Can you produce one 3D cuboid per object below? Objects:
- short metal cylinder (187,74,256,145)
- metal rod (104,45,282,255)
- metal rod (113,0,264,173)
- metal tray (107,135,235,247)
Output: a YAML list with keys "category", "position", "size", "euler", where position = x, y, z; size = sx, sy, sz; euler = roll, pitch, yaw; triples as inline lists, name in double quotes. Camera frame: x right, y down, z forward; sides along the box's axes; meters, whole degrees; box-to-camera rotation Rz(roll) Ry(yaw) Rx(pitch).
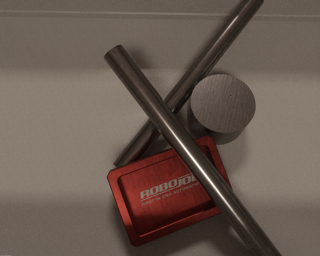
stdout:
- category: "short metal cylinder"
  position: [0.078, -0.023, 0.406]
  size: [0.081, 0.050, 0.080]
  euler: [0, 70, -1]
- category: "metal rod"
  position: [0.038, 0.035, 0.345]
  size: [0.025, 0.025, 0.299]
  euler: [-37, 90, -13]
- category: "metal rod"
  position: [0.042, -0.064, 0.411]
  size: [0.025, 0.025, 0.300]
  euler: [36, 82, 12]
- category: "metal tray"
  position: [0.014, 0.072, 0.367]
  size: [0.131, 0.030, 0.090]
  euler: [-20, 88, -8]
